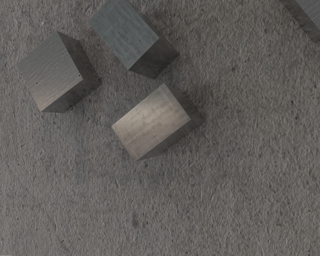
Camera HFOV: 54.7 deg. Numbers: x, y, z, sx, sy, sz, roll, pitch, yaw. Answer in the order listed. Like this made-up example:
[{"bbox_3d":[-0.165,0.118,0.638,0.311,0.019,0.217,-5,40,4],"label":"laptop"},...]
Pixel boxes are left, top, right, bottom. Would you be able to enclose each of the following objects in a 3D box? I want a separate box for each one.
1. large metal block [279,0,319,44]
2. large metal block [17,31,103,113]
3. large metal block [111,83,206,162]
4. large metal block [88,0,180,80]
[{"bbox_3d":[0.181,-0.152,0.332,0.080,0.050,0.080,-36,79,16],"label":"large metal block"},{"bbox_3d":[-0.144,-0.077,0.446,0.080,0.050,0.080,-33,80,17],"label":"large metal block"},{"bbox_3d":[0.002,-0.006,0.379,0.080,0.080,0.050,-38,78,16],"label":"large metal block"},{"bbox_3d":[-0.029,-0.112,0.390,0.050,0.080,0.080,-43,77,15],"label":"large metal block"}]
